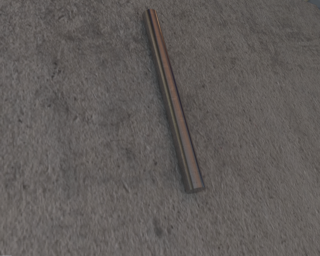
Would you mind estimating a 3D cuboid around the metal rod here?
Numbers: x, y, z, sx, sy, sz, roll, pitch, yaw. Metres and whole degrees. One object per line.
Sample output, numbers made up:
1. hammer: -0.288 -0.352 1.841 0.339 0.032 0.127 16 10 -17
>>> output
1. metal rod: 0.014 -0.055 0.446 0.025 0.025 0.299 1 61 -28
